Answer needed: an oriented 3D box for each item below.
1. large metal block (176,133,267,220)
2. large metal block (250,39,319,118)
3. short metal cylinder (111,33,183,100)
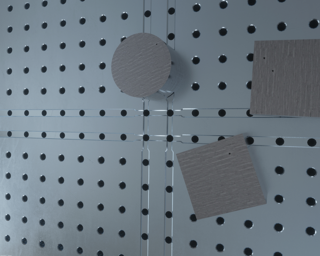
[{"bbox_3d":[0.075,0.056,0.373,0.080,0.050,0.080,-19,84,19],"label":"large metal block"},{"bbox_3d":[0.147,-0.053,0.347,0.080,0.050,0.079,4,91,20],"label":"large metal block"},{"bbox_3d":[-0.016,-0.078,0.405,0.080,0.050,0.080,0,90,20],"label":"short metal cylinder"}]
